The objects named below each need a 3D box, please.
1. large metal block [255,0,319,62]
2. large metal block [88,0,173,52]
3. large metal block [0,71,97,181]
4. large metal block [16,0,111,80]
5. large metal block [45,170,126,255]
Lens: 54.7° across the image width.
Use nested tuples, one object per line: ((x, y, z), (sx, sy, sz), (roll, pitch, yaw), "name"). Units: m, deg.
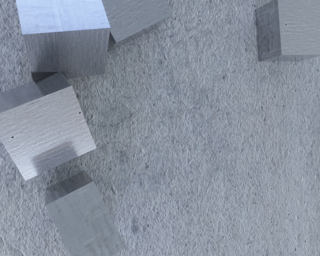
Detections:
((0.195, -0.145, 0.467), (0.081, 0.050, 0.079), (-5, 92, -20), "large metal block")
((-0.044, -0.151, 0.379), (0.080, 0.050, 0.080), (-32, 101, -17), "large metal block")
((-0.126, -0.004, 0.333), (0.081, 0.050, 0.080), (-26, 126, -18), "large metal block")
((-0.103, -0.096, 0.334), (0.081, 0.080, 0.050), (-11, 68, -20), "large metal block")
((-0.086, 0.100, 0.348), (0.050, 0.080, 0.080), (-26, 99, -18), "large metal block")
